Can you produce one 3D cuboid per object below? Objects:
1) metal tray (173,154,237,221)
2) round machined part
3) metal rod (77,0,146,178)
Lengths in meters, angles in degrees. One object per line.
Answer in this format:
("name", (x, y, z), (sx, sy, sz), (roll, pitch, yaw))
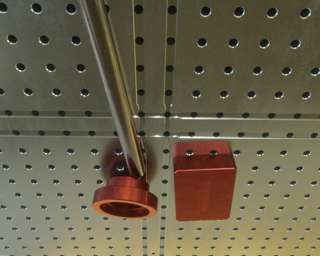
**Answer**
("metal tray", (0.069, 0.099, 0.494), (0.091, 0.030, 0.129), (-3, 130, 2))
("round machined part", (-0.051, 0.106, 0.478), (0.099, 0.042, 0.098), (4, 148, 3))
("metal rod", (-0.054, -0.047, 0.370), (0.025, 0.025, 0.298), (-6, 130, 5))
